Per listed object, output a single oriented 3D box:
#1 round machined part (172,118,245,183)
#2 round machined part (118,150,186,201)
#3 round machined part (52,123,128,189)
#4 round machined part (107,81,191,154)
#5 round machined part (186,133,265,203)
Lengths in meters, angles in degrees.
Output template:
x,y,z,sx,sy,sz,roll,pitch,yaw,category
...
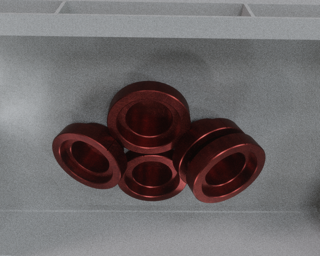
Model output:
x,y,z,sx,sy,sz,roll,pitch,yaw,category
0.061,0.026,0.405,0.099,0.042,0.097,-15,132,-17,round machined part
-0.011,0.059,0.445,0.099,0.042,0.097,0,130,0,round machined part
-0.087,0.032,0.408,0.098,0.042,0.097,13,132,16,round machined part
-0.013,-0.017,0.380,0.099,0.042,0.097,0,130,0,round machined part
0.076,0.044,0.383,0.099,0.042,0.097,-15,132,-17,round machined part
